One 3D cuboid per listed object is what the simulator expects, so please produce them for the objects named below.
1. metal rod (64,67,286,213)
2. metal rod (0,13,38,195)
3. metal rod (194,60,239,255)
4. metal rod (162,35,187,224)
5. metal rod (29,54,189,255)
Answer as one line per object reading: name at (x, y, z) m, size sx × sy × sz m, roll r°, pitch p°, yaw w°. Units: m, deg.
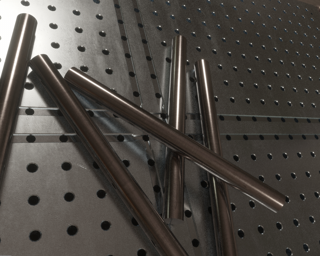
metal rod at (0.014, 0.012, 0.379) m, size 0.301 × 0.025 × 0.025 m, roll 31°, pitch 51°, yaw 4°
metal rod at (-0.165, -0.009, 0.325) m, size 0.025 × 0.025 × 0.299 m, roll 11°, pitch 57°, yaw -23°
metal rod at (0.074, 0.025, 0.434) m, size 0.025 × 0.025 × 0.299 m, roll 12°, pitch 57°, yaw -22°
metal rod at (0.024, -0.019, 0.434) m, size 0.025 × 0.025 × 0.300 m, roll 17°, pitch 55°, yaw -19°
metal rod at (-0.060, 0.036, 0.354) m, size 0.025 × 0.025 × 0.299 m, roll -30°, pitch 78°, yaw -38°
